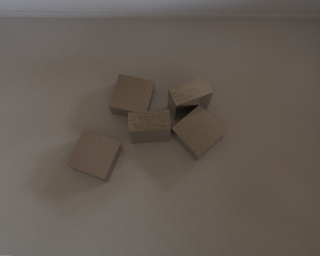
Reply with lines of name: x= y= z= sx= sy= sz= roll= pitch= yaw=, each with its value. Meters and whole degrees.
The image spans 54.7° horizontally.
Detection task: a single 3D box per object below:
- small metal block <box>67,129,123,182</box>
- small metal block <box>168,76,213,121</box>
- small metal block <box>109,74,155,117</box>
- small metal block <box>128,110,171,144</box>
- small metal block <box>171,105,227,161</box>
small metal block: x=-0.082 y=0.036 z=0.396 sx=0.050 sy=0.025 sz=0.050 roll=20 pitch=71 yaw=7
small metal block: x=0.039 y=-0.038 z=0.410 sx=0.050 sy=0.050 sz=0.025 roll=-20 pitch=71 yaw=-7
small metal block: x=-0.037 y=-0.042 z=0.424 sx=0.050 sy=0.025 sz=0.050 roll=12 pitch=70 yaw=4
small metal block: x=-0.013 y=0.000 z=0.396 sx=0.050 sy=0.050 sz=0.025 roll=-4 pitch=70 yaw=-2
small metal block: x=0.050 y=0.006 z=0.407 sx=0.050 sy=0.025 sz=0.050 roll=-40 pitch=75 yaw=-13
